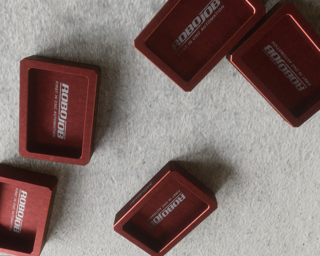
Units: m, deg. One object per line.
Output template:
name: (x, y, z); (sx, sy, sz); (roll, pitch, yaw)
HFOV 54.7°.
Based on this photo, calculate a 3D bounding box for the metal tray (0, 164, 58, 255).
metal tray: (-0.207, 0.123, 0.449); (0.091, 0.030, 0.129); (15, 109, -6)

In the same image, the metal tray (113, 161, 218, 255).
metal tray: (0.007, 0.121, 0.451); (0.090, 0.030, 0.130); (40, 105, -14)

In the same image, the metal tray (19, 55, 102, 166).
metal tray: (-0.129, -0.020, 0.397); (0.091, 0.030, 0.129); (9, 110, -4)

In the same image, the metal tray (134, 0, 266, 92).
metal tray: (0.044, -0.119, 0.363); (0.090, 0.030, 0.130); (40, 105, -14)

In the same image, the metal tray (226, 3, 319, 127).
metal tray: (0.158, -0.075, 0.381); (0.130, 0.030, 0.090); (42, 104, -15)
